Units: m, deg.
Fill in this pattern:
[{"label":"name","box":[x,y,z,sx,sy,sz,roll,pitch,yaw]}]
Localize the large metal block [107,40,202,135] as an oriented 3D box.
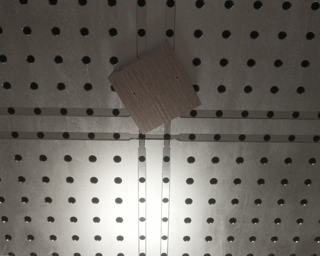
[{"label":"large metal block","box":[-0.005,-0.051,0.381,0.080,0.050,0.080,-27,108,9]}]
